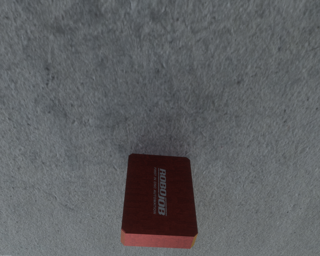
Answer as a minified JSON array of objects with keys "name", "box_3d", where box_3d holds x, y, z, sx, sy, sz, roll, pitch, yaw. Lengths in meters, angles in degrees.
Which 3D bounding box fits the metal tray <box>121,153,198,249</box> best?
[{"name":"metal tray","box_3d":[-0.002,0.093,0.417,0.091,0.130,0.030,5,130,-4]}]
